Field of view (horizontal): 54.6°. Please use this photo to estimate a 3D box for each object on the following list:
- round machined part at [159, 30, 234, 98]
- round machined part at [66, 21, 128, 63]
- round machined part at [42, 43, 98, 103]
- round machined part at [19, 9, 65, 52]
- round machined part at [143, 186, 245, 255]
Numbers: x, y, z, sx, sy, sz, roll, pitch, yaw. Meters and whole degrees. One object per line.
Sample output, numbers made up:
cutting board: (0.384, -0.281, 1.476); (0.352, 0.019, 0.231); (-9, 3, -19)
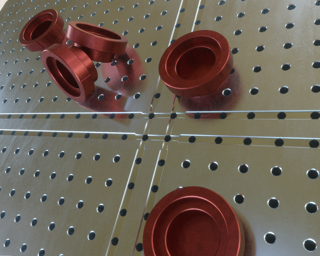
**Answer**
round machined part: (0.051, -0.082, 0.422); (0.098, 0.042, 0.098); (-13, 56, 21)
round machined part: (-0.107, -0.141, 0.518); (0.098, 0.099, 0.042); (40, 121, 39)
round machined part: (-0.138, -0.092, 0.496); (0.098, 0.098, 0.042); (23, 55, 36)
round machined part: (-0.239, -0.196, 0.645); (0.098, 0.042, 0.098); (-13, 56, 21)
round machined part: (0.036, 0.112, 0.311); (0.098, 0.042, 0.098); (-13, 56, 21)
